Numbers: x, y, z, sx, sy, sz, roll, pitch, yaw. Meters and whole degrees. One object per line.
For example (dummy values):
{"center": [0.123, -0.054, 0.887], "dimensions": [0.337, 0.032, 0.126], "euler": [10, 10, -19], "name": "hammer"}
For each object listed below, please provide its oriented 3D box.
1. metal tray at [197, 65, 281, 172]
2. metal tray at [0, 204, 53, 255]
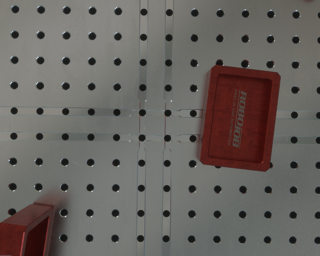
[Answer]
{"center": [0.103, -0.012, 0.412], "dimensions": [0.091, 0.030, 0.129], "euler": [7, 90, -1], "name": "metal tray"}
{"center": [-0.170, 0.169, 0.378], "dimensions": [0.030, 0.090, 0.129], "euler": [8, 90, 0], "name": "metal tray"}
